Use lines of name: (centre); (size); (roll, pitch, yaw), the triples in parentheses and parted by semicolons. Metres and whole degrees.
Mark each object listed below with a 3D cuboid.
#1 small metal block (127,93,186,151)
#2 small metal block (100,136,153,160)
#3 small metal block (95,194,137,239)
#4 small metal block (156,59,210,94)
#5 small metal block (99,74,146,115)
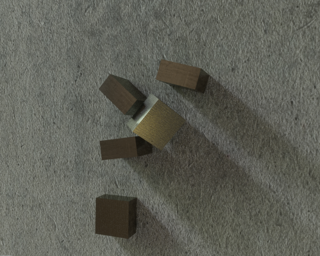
small metal block: (-0.005, -0.007, 0.392); (0.050, 0.050, 0.025); (-51, 32, 5)
small metal block: (-0.044, 0.025, 0.411); (0.050, 0.050, 0.025); (-8, 88, 20)
small metal block: (-0.061, 0.122, 0.431); (0.050, 0.025, 0.050); (1, 91, 20)
small metal block: (0.030, -0.063, 0.385); (0.050, 0.050, 0.025); (17, 96, 19)
small metal block: (-0.045, -0.042, 0.411); (0.050, 0.050, 0.025); (44, 104, 14)
